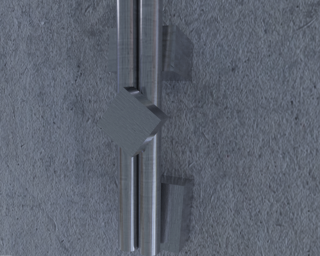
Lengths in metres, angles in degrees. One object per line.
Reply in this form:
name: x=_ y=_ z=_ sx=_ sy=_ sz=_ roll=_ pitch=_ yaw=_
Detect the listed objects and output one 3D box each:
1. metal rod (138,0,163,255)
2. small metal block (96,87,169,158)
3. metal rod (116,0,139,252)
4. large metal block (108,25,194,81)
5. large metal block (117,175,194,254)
metal rod: x=-0.011 y=-0.007 z=0.336 sx=0.025 sy=0.025 sz=0.298 roll=3 pitch=98 yaw=20
small metal block: x=-0.028 y=-0.007 z=0.316 sx=0.050 sy=0.025 sz=0.050 roll=41 pitch=109 yaw=9
metal rod: x=-0.035 y=-0.008 z=0.345 sx=0.025 sy=0.025 sz=0.298 roll=3 pitch=98 yaw=20
large metal block: x=-0.008 y=-0.089 z=0.384 sx=0.080 sy=0.080 sz=0.050 roll=4 pitch=91 yaw=20
large metal block: x=-0.004 y=0.104 z=0.398 sx=0.080 sy=0.050 sz=0.079 roll=5 pitch=92 yaw=20
